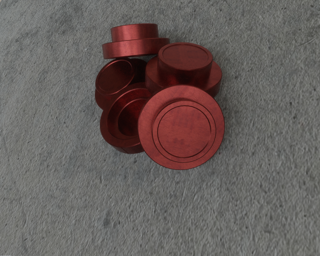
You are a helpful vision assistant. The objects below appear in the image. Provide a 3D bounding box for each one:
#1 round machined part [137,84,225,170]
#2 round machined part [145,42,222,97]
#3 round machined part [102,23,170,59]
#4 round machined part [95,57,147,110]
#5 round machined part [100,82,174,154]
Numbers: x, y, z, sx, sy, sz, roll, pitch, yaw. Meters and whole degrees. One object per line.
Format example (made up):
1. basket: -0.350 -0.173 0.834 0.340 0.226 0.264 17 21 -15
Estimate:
1. round machined part: 0.024 0.001 0.345 0.098 0.098 0.042 -37 10 3
2. round machined part: 0.031 -0.075 0.395 0.099 0.042 0.098 2 43 -2
3. round machined part: -0.035 -0.126 0.451 0.098 0.099 0.042 1 104 28
4. round machined part: -0.057 -0.067 0.465 0.098 0.042 0.098 -13 56 20
5. round machined part: -0.027 -0.009 0.413 0.098 0.042 0.098 -13 56 20
